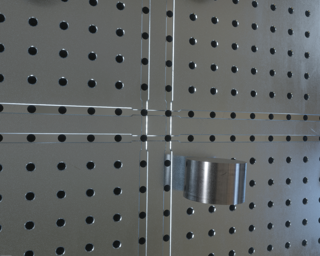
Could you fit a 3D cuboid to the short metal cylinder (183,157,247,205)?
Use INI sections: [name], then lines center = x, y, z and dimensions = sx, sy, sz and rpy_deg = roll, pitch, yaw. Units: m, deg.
[short metal cylinder]
center = 0.072, 0.067, 0.410
dimensions = 0.081, 0.080, 0.050
rpy_deg = 4, 89, -20
